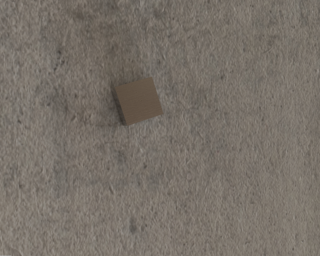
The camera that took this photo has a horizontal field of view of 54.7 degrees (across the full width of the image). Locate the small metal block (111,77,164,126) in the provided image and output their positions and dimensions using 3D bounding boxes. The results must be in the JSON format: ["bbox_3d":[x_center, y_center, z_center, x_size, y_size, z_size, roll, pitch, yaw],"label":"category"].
[{"bbox_3d":[-0.030,-0.034,0.399,0.050,0.025,0.050,-19,97,-19],"label":"small metal block"}]
